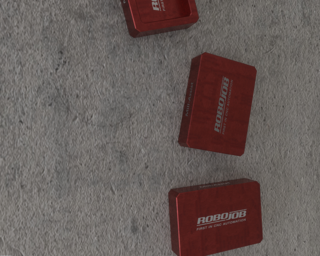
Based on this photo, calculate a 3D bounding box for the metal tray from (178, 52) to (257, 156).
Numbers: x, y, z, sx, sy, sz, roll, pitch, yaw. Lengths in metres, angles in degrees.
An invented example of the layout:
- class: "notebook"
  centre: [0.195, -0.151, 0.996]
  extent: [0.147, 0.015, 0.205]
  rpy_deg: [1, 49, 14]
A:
- class: "metal tray"
  centre: [0.082, -0.031, 0.436]
  extent: [0.091, 0.030, 0.129]
  rpy_deg: [11, 86, -20]

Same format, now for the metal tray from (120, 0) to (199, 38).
- class: "metal tray"
  centre: [-0.009, -0.191, 0.402]
  extent: [0.091, 0.030, 0.129]
  rpy_deg: [-16, 96, -19]

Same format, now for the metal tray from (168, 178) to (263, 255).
- class: "metal tray"
  centre: [0.080, 0.125, 0.436]
  extent: [0.131, 0.030, 0.089]
  rpy_deg: [-4, 92, -20]
